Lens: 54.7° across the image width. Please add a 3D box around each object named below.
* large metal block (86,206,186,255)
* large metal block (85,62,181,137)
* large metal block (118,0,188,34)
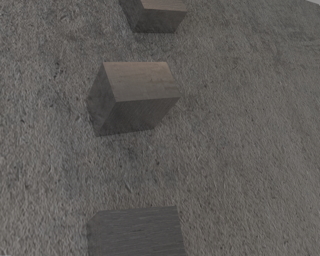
[{"bbox_3d":[-0.023,0.124,0.300,0.081,0.050,0.080,4,60,-27],"label":"large metal block"},{"bbox_3d":[-0.035,-0.034,0.370,0.081,0.080,0.050,-8,66,-32],"label":"large metal block"},{"bbox_3d":[-0.014,-0.202,0.503,0.081,0.050,0.080,-10,67,-32],"label":"large metal block"}]
